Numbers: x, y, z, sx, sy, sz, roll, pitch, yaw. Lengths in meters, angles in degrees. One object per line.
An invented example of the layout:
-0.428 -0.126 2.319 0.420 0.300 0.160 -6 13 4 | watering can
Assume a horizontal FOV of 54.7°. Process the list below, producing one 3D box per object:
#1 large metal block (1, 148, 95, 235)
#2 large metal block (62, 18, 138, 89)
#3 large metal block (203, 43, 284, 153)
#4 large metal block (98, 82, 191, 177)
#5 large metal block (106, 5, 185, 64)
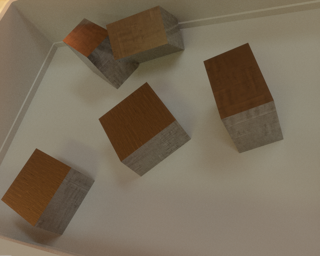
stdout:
-0.150 0.084 0.417 0.080 0.050 0.080 19 72 35 | large metal block
-0.094 -0.118 0.492 0.050 0.080 0.080 -49 51 -5 | large metal block
0.092 -0.030 0.341 0.050 0.080 0.080 -21 54 16 | large metal block
-0.021 0.001 0.400 0.080 0.050 0.080 -37 51 3 | large metal block
-0.018 -0.131 0.452 0.080 0.080 0.050 -12 93 21 | large metal block
